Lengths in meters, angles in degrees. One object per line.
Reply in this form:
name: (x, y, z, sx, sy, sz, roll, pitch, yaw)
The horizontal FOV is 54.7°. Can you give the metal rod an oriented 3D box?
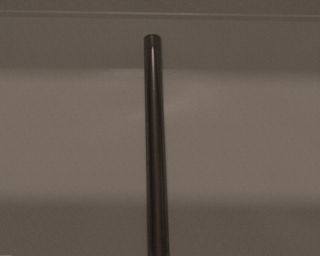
metal rod: (-0.006, 0.009, 0.406, 0.025, 0.025, 0.299, -2, 70, -1)
